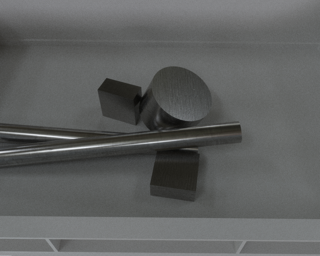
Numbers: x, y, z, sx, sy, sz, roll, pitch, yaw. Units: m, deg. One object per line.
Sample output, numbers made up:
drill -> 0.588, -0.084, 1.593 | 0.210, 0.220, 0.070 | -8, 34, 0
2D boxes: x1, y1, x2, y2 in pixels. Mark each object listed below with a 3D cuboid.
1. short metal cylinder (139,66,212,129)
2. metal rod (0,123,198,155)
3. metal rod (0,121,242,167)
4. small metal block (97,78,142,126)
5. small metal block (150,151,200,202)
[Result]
short metal cylinder -> 0.019, -0.032, 0.398 | 0.081, 0.050, 0.080 | 11, 59, -18
metal rod -> -0.104, 0.014, 0.391 | 0.302, 0.025, 0.025 | 4, 50, 3
metal rod -> -0.059, 0.021, 0.363 | 0.302, 0.025, 0.025 | -6, 50, 3
small metal block -> -0.052, -0.035, 0.418 | 0.050, 0.050, 0.025 | 16, 52, 13
small metal block -> 0.018, 0.054, 0.360 | 0.050, 0.025, 0.050 | 7, 50, 6
